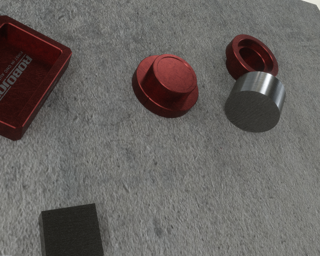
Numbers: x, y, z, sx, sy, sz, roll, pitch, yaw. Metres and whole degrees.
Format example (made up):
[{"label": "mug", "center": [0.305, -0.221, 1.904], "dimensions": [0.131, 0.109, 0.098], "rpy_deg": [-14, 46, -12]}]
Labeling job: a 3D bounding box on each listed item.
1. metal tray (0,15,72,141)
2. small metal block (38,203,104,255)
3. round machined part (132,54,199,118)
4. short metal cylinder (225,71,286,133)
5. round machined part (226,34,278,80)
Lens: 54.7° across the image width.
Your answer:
[{"label": "metal tray", "center": [-0.168, -0.060, 0.346], "dimensions": [0.090, 0.030, 0.130], "rpy_deg": [27, 52, -12]}, {"label": "small metal block", "center": [-0.086, 0.103, 0.295], "dimensions": [0.050, 0.025, 0.050], "rpy_deg": [-2, 63, -29]}, {"label": "round machined part", "center": [0.013, -0.066, 0.442], "dimensions": [0.099, 0.042, 0.098], "rpy_deg": [14, 56, -21]}, {"label": "short metal cylinder", "center": [0.145, -0.039, 0.473], "dimensions": [0.080, 0.080, 0.050], "rpy_deg": [36, 51, -5]}, {"label": "round machined part", "center": [0.157, -0.115, 0.551], "dimensions": [0.099, 0.042, 0.098], "rpy_deg": [14, 56, -21]}]
